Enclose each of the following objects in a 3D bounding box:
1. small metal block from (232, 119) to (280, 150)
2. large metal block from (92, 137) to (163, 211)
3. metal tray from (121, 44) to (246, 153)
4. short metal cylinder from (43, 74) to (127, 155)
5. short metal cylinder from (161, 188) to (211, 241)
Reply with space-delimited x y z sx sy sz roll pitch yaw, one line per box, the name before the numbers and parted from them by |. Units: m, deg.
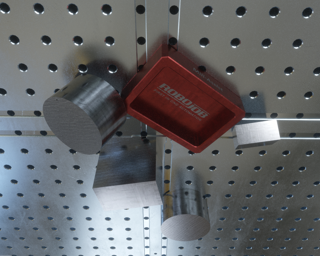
small metal block | 0.123 0.010 0.404 0.050 0.025 0.050 -8 168 7
large metal block | -0.040 0.063 0.428 0.080 0.080 0.050 -8 130 6
metal tray | 0.028 -0.030 0.383 0.131 0.030 0.090 31 123 -24
short metal cylinder | -0.086 -0.015 0.361 0.080 0.050 0.079 19 135 20
short metal cylinder | 0.041 0.147 0.520 0.081 0.050 0.079 0 130 0
